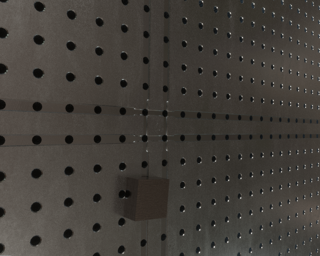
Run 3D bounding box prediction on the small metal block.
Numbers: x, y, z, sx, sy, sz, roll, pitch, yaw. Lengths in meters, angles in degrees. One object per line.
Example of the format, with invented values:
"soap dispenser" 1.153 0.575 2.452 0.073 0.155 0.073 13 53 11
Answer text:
"small metal block" -0.017 0.089 0.397 0.050 0.025 0.050 8 85 -40
